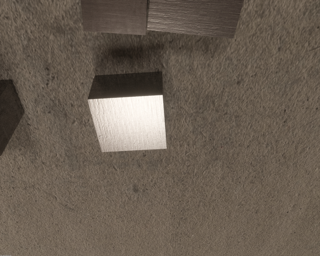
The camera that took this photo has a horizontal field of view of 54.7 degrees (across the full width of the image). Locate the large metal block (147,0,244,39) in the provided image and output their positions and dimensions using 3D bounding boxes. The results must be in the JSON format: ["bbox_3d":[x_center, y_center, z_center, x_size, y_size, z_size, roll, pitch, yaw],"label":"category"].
[{"bbox_3d":[0.033,-0.132,0.279,0.081,0.050,0.079,4,130,-5],"label":"large metal block"}]

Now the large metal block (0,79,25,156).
[{"bbox_3d":[-0.217,-0.013,0.357,0.081,0.080,0.050,-1,130,1],"label":"large metal block"}]

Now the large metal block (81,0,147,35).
[{"bbox_3d":[-0.034,-0.133,0.257,0.050,0.080,0.079,3,130,-3],"label":"large metal block"}]

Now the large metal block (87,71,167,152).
[{"bbox_3d":[-0.035,-0.019,0.374,0.080,0.050,0.079,-3,130,2],"label":"large metal block"}]
